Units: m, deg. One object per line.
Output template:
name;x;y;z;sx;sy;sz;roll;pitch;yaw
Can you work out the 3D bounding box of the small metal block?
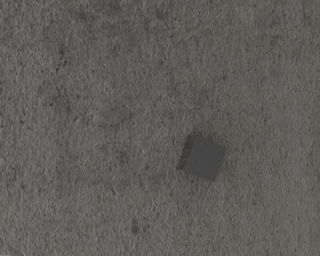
small metal block;0.058;0.042;0.430;0.050;0.025;0.050;23;82;-19
